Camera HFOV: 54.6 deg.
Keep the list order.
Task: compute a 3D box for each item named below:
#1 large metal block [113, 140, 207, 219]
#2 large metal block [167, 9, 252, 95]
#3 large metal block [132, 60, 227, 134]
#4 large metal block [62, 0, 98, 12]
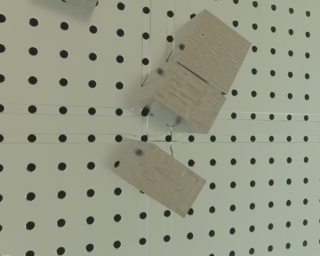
[{"bbox_3d":[-0.004,0.059,0.382,0.080,0.080,0.050,36,79,-17],"label":"large metal block"},{"bbox_3d":[0.064,-0.098,0.422,0.080,0.050,0.080,30,80,-18],"label":"large metal block"},{"bbox_3d":[0.021,-0.035,0.391,0.080,0.080,0.050,32,80,-17],"label":"large metal block"},{"bbox_3d":[-0.104,-0.196,0.361,0.081,0.050,0.080,15,85,-20],"label":"large metal block"}]
